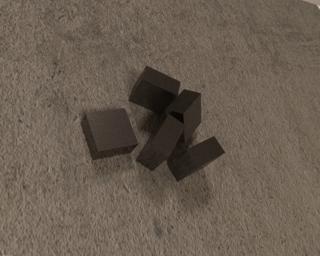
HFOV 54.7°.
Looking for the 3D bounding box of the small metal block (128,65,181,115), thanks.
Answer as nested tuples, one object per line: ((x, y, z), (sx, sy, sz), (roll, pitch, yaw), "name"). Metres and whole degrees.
((-0.008, -0.049, 0.415), (0.050, 0.050, 0.025), (23, 53, -15), "small metal block")

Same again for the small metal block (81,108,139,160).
((-0.060, 0.006, 0.368), (0.050, 0.025, 0.050), (-9, 67, -33), "small metal block")

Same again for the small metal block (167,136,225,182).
((0.045, 0.039, 0.390), (0.050, 0.050, 0.025), (-22, 74, -36), "small metal block")

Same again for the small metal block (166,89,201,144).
((0.033, -0.016, 0.413), (0.025, 0.050, 0.050), (18, 45, 26), "small metal block")

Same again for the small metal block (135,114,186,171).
((0.001, 0.018, 0.378), (0.025, 0.050, 0.050), (35, 51, -6), "small metal block")
